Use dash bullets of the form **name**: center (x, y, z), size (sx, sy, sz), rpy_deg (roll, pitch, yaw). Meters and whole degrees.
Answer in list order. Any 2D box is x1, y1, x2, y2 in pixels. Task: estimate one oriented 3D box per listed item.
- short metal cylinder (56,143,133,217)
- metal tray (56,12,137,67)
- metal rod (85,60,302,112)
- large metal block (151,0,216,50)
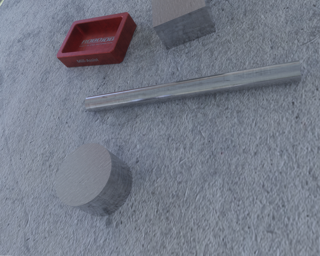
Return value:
- **short metal cylinder**: center (-0.082, 0.066, 0.391), size (0.080, 0.050, 0.080), rpy_deg (-13, 56, 21)
- **metal tray**: center (-0.115, -0.157, 0.557), size (0.130, 0.030, 0.090), rpy_deg (3, 63, 29)
- **metal rod**: center (0.027, -0.052, 0.421), size (0.300, 0.025, 0.025), rpy_deg (-6, 59, 25)
- **large metal block**: center (0.035, -0.179, 0.479), size (0.080, 0.050, 0.080), rpy_deg (-16, 55, 19)
